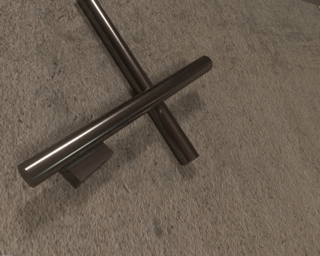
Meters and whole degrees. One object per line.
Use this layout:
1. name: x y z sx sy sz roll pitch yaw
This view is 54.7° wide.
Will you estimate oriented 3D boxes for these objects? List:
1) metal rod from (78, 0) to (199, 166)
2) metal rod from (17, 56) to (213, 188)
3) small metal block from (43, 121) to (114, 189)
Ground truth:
1. metal rod: -0.038 -0.081 0.433 0.025 0.025 0.299 -23 74 -37
2. metal rod: -0.026 -0.027 0.374 0.025 0.025 0.302 49 51 6
3. small metal block: -0.089 0.029 0.339 0.050 0.025 0.050 45 51 2
